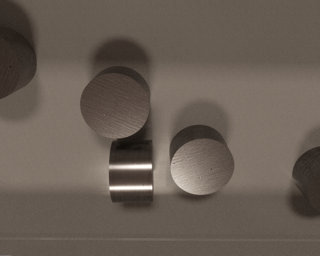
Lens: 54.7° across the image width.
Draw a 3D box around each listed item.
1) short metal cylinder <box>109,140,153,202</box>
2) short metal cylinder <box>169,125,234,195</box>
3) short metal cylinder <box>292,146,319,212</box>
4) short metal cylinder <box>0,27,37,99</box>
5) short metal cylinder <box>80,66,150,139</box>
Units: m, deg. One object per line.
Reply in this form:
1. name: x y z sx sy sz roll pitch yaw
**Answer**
1. short metal cylinder: -0.035 0.055 0.402 0.050 0.080 0.079 -1 110 0
2. short metal cylinder: 0.054 0.041 0.414 0.081 0.050 0.079 0 110 -1
3. short metal cylinder: 0.234 0.071 0.428 0.081 0.050 0.079 0 110 -1
4. short metal cylinder: -0.196 -0.077 0.367 0.081 0.050 0.079 0 110 -1
5. short metal cylinder: -0.053 -0.033 0.385 0.081 0.050 0.079 0 110 -1
